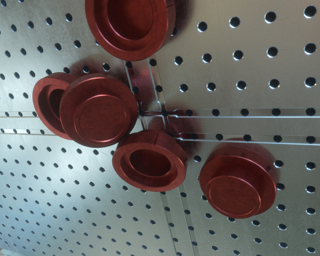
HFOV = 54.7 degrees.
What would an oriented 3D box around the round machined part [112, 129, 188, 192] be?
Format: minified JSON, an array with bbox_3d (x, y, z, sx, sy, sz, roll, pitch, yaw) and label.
[{"bbox_3d":[-0.011,0.040,0.418,0.098,0.042,0.097,7,133,8],"label":"round machined part"}]

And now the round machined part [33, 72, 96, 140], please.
[{"bbox_3d":[-0.129,-0.034,0.445,0.098,0.042,0.097,13,124,20],"label":"round machined part"}]

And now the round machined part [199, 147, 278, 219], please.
[{"bbox_3d":[0.097,0.077,0.396,0.098,0.042,0.097,13,124,20],"label":"round machined part"}]

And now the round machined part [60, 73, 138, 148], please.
[{"bbox_3d":[-0.075,-0.017,0.393,0.099,0.042,0.097,-8,117,-16],"label":"round machined part"}]

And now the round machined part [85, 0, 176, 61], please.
[{"bbox_3d":[-0.028,-0.126,0.336,0.098,0.042,0.097,13,124,20],"label":"round machined part"}]
